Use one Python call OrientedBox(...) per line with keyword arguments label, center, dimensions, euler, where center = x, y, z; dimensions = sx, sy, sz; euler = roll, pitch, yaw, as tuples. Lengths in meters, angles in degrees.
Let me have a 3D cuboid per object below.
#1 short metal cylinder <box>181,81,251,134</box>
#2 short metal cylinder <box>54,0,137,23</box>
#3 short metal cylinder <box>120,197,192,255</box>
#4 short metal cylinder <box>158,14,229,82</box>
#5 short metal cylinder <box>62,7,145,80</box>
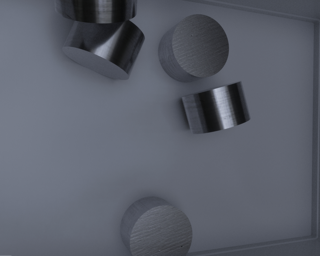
OrientedBox(label="short metal cylinder", center=(0.074, -0.027, 0.410), dimensions=(0.081, 0.080, 0.050), euler=(-18, 96, -20))
OrientedBox(label="short metal cylinder", center=(-0.062, -0.139, 0.298), dimensions=(0.081, 0.080, 0.050), euler=(-9, 129, -20))
OrientedBox(label="short metal cylinder", center=(-0.006, 0.133, 0.396), dimensions=(0.081, 0.050, 0.079), euler=(0, 90, -21))
OrientedBox(label="short metal cylinder", center=(0.044, -0.104, 0.415), dimensions=(0.081, 0.050, 0.079), euler=(0, 90, -21))
OrientedBox(label="short metal cylinder", center=(-0.064, -0.096, 0.358), dimensions=(0.080, 0.080, 0.050), euler=(23, 83, -19))
